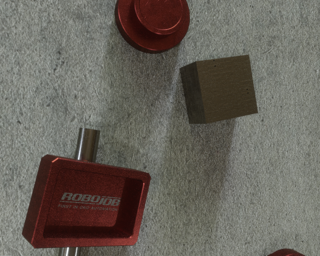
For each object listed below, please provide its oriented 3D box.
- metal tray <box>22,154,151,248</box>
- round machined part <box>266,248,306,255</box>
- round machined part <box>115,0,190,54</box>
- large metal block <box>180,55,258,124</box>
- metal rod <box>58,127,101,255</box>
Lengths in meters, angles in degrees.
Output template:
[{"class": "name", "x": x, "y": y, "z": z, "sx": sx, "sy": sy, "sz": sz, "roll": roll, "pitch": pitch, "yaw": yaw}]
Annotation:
[{"class": "metal tray", "x": -0.077, "y": 0.086, "z": 0.354, "sx": 0.131, "sy": 0.030, "sz": 0.090, "roll": 17, "pitch": 82, "yaw": -40}, {"class": "round machined part", "x": 0.186, "y": 0.232, "z": 0.471, "sx": 0.099, "sy": 0.042, "sz": 0.097, "roll": 0, "pitch": 90, "yaw": -21}, {"class": "round machined part", "x": -0.005, "y": -0.149, "z": 0.399, "sx": 0.099, "sy": 0.042, "sz": 0.097, "roll": 0, "pitch": 90, "yaw": -21}, {"class": "large metal block", "x": 0.080, "y": -0.052, "z": 0.427, "sx": 0.081, "sy": 0.050, "sz": 0.079, "roll": -11, "pitch": 94, "yaw": -20}, {"class": "metal rod", "x": -0.108, "y": 0.148, "z": 0.369, "sx": 0.025, "sy": 0.025, "sz": 0.298, "roll": 10, "pitch": 87, "yaw": -20}]
